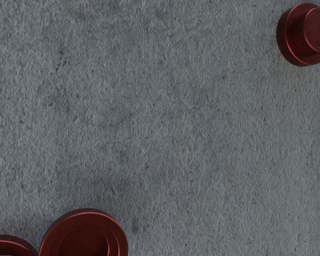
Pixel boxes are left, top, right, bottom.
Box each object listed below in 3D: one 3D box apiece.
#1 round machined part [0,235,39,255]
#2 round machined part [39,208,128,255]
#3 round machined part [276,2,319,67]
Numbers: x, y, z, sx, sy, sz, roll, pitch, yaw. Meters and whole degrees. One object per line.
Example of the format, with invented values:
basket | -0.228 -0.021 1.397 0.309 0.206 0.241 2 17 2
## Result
round machined part | -0.179 0.171 0.334 0.099 0.042 0.097 0 90 -20
round machined part | -0.091 0.143 0.367 0.099 0.042 0.097 0 90 -20
round machined part | 0.237 -0.149 0.487 0.099 0.042 0.097 0 90 -20
